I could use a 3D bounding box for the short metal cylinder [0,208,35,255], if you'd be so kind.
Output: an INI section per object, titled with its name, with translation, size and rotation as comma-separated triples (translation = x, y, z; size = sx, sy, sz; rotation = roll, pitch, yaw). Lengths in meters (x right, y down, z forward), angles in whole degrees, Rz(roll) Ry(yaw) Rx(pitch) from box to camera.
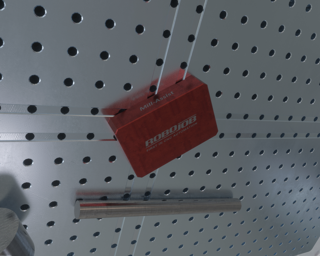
[short metal cylinder]
translation = -0.194, 0.140, 0.356
size = 0.081, 0.080, 0.050
rotation = -21, 127, -16

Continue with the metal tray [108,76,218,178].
[metal tray]
translation = 0.009, -0.001, 0.413
size = 0.131, 0.030, 0.090
rotation = -29, 128, -10

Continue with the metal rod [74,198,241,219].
[metal rod]
translation = 0.015, 0.127, 0.498
size = 0.302, 0.025, 0.025
rotation = 7, 115, -32
